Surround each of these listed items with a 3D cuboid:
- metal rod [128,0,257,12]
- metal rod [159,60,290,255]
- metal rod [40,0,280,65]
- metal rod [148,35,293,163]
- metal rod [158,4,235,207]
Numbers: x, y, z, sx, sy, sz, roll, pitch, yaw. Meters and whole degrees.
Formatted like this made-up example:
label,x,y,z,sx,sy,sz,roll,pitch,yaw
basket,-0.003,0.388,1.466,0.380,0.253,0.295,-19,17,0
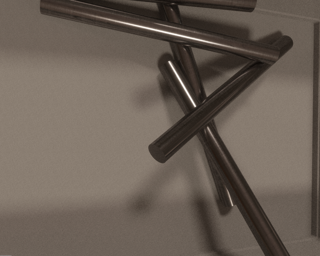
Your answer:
label,x,y,z,sx,sy,sz,roll,pitch,yaw
metal rod,-0.024,-0.169,0.380,0.302,0.025,0.025,1,90,-13
metal rod,0.080,0.044,0.384,0.025,0.025,0.299,-24,77,-19
metal rod,0.009,-0.122,0.391,0.302,0.025,0.025,9,87,-12
metal rod,0.097,-0.053,0.407,0.302,0.025,0.025,-39,103,-32
metal rod,0.056,-0.032,0.432,0.025,0.025,0.298,-21,97,-19
